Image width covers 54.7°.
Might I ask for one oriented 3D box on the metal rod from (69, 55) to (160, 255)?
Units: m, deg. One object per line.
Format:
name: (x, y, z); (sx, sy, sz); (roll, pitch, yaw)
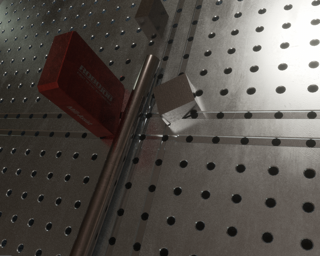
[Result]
metal rod: (-0.054, 0.026, 0.418); (0.025, 0.025, 0.300); (4, 63, 29)

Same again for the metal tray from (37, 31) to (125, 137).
metal tray: (-0.100, -0.055, 0.425); (0.030, 0.130, 0.090); (-8, 58, 24)

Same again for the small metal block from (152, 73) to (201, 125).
small metal block: (0.022, -0.039, 0.420); (0.050, 0.025, 0.050); (-24, 53, 13)

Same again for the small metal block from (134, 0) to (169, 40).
small metal block: (-0.012, -0.182, 0.509); (0.025, 0.050, 0.050); (2, 63, 29)
